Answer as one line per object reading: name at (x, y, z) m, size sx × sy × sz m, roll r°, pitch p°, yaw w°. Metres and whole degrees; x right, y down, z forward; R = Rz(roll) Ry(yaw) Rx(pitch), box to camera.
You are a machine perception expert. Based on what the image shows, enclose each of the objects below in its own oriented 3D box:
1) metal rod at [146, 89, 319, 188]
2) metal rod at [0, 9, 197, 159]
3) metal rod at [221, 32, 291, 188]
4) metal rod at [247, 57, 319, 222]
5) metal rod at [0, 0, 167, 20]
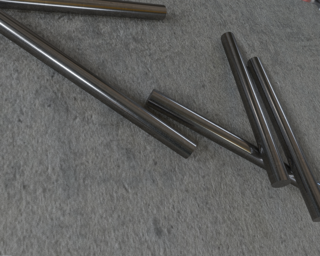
metal rod at (0.117, 0.027, 0.452) m, size 0.301 × 0.025 × 0.025 m, roll 28°, pitch 52°, yaw -11°
metal rod at (-0.083, -0.054, 0.392) m, size 0.301 × 0.025 × 0.025 m, roll 34°, pitch 51°, yaw -6°
metal rod at (0.142, -0.048, 0.491) m, size 0.025 × 0.025 × 0.299 m, roll 10°, pitch 51°, yaw -23°
metal rod at (0.193, -0.003, 0.489) m, size 0.025 × 0.025 × 0.299 m, roll 10°, pitch 51°, yaw -24°
metal rod at (-0.123, -0.178, 0.447) m, size 0.303 × 0.025 × 0.025 m, roll -8°, pitch 66°, yaw -32°
